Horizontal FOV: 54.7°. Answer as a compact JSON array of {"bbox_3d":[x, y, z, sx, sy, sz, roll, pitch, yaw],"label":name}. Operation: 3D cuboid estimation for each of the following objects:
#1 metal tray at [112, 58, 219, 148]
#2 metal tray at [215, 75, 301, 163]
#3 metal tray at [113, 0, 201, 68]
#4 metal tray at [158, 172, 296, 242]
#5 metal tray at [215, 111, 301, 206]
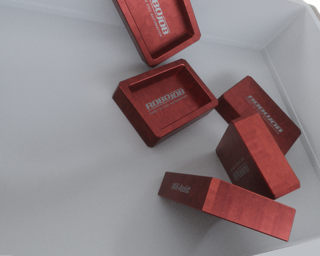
[{"bbox_3d":[0.011,-0.040,0.434,0.131,0.030,0.090,-29,78,-38],"label":"metal tray"},{"bbox_3d":[0.158,-0.015,0.499,0.130,0.030,0.091,49,51,6],"label":"metal tray"},{"bbox_3d":[-0.005,-0.159,0.420,0.090,0.130,0.030,-33,40,-5],"label":"metal tray"},{"bbox_3d":[0.061,0.077,0.325,0.091,0.130,0.030,23,78,-15],"label":"metal tray"},{"bbox_3d":[0.109,0.044,0.373,0.030,0.130,0.090,-24,72,-6],"label":"metal tray"}]
